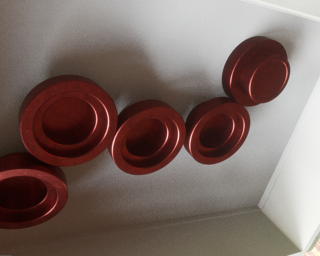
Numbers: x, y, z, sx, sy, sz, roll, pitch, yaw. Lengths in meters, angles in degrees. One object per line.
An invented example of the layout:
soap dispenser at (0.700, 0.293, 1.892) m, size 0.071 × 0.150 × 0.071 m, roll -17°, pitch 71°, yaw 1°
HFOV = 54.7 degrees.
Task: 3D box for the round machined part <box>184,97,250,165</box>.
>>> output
round machined part at (0.075, 0.000, 0.438) m, size 0.099 × 0.042 × 0.097 m, roll -14°, pitch 124°, yaw -21°

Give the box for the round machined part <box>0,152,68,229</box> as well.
round machined part at (-0.156, 0.065, 0.346) m, size 0.099 × 0.042 × 0.097 m, roll -12°, pitch 131°, yaw -14°

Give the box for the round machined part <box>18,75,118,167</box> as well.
round machined part at (-0.099, -0.011, 0.334) m, size 0.099 × 0.042 × 0.097 m, roll -14°, pitch 121°, yaw -23°

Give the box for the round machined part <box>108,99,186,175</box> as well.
round machined part at (-0.020, 0.008, 0.390) m, size 0.099 × 0.042 × 0.097 m, roll -15°, pitch 126°, yaw -22°

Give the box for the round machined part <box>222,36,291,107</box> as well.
round machined part at (0.139, -0.073, 0.428) m, size 0.099 × 0.042 × 0.097 m, roll -14°, pitch 124°, yaw -21°
